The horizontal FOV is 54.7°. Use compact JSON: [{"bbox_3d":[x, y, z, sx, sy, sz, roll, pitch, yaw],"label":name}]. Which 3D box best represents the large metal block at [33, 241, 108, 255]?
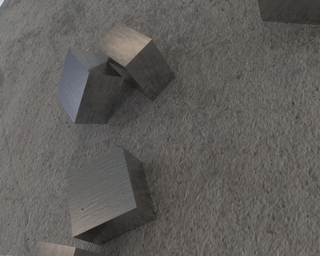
[{"bbox_3d":[-0.092,0.167,0.315,0.050,0.080,0.080,-3,61,27],"label":"large metal block"}]

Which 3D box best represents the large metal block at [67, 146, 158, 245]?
[{"bbox_3d":[-0.059,0.081,0.369,0.080,0.050,0.080,-27,52,11],"label":"large metal block"}]

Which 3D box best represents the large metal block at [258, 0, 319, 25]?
[{"bbox_3d":[0.184,-0.185,0.405,0.080,0.050,0.080,19,71,35],"label":"large metal block"}]

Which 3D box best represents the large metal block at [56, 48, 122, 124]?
[{"bbox_3d":[-0.107,-0.061,0.458,0.080,0.050,0.079,48,125,39],"label":"large metal block"}]

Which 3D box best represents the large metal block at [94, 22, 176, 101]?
[{"bbox_3d":[-0.035,-0.095,0.445,0.050,0.080,0.080,-47,51,-5],"label":"large metal block"}]
